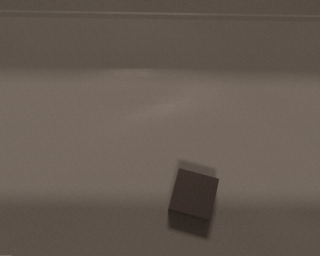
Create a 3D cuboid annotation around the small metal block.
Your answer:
[{"bbox_3d":[0.041,0.082,0.380,0.050,0.025,0.050,15,71,5],"label":"small metal block"}]
